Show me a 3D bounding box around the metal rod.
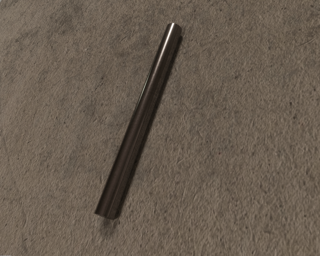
[{"bbox_3d":[-0.022,-0.024,0.429,0.025,0.025,0.300,5,64,30],"label":"metal rod"}]
